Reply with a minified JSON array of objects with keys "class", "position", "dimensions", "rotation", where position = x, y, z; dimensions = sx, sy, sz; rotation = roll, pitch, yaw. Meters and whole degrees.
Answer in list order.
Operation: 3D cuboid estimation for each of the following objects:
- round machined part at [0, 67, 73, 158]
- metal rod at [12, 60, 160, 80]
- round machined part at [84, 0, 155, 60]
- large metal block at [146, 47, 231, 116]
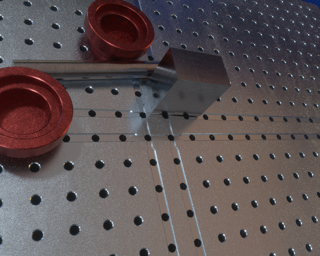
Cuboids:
[{"class":"round machined part","position":[-0.146,-0.013,0.327],"dimensions":[0.099,0.042,0.098],"rotation":[14,56,-21]},{"class":"metal rod","position":[-0.041,-0.082,0.436],"dimensions":[0.303,0.025,0.025],"rotation":[-7,66,-31]},{"class":"round machined part","position":[-0.061,-0.136,0.448],"dimensions":[0.099,0.042,0.098],"rotation":[14,56,-21]},{"class":"large metal block","position":[0.036,-0.060,0.429],"dimensions":[0.081,0.080,0.050],"rotation":[3,61,-27]}]
